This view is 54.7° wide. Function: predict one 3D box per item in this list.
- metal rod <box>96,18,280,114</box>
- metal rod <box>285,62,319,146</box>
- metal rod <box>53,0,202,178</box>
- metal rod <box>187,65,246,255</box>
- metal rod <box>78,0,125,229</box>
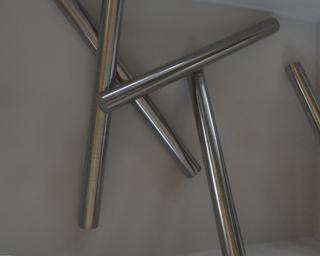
[{"bbox_3d":[0.054,-0.091,0.406,0.302,0.025,0.025,-29,100,-27],"label":"metal rod"},{"bbox_3d":[0.250,0.039,0.444,0.025,0.025,0.299,-10,71,-20],"label":"metal rod"},{"bbox_3d":[-0.040,-0.056,0.395,0.025,0.025,0.300,-40,103,-15],"label":"metal rod"},{"bbox_3d":[0.067,0.052,0.371,0.025,0.025,0.299,1,65,-20],"label":"metal rod"},{"bbox_3d":[-0.069,-0.029,0.365,0.025,0.025,0.298,6,95,-20],"label":"metal rod"}]
